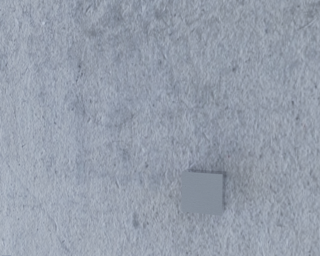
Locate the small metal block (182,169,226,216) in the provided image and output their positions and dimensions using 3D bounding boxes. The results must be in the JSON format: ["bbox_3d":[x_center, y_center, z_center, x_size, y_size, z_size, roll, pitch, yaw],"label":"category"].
[{"bbox_3d":[0.055,0.080,0.390,0.050,0.025,0.050,1,90,20],"label":"small metal block"}]
